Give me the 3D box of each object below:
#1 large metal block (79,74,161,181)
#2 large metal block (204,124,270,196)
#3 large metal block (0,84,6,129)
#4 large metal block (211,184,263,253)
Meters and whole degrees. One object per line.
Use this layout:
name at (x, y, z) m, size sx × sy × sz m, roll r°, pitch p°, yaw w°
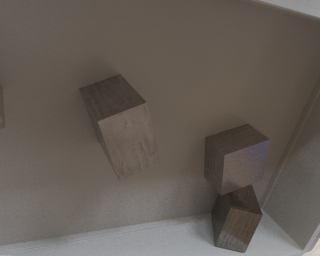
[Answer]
large metal block at (-0.045, -0.003, 0.346) m, size 0.050 × 0.080 × 0.080 m, roll -23°, pitch 127°, yaw -15°
large metal block at (0.118, 0.049, 0.487) m, size 0.081 × 0.050 × 0.079 m, roll -16°, pitch 125°, yaw -19°
large metal block at (-0.169, -0.045, 0.253) m, size 0.050 × 0.080 × 0.079 m, roll -18°, pitch 126°, yaw -18°
large metal block at (0.125, 0.145, 0.522) m, size 0.050 × 0.080 × 0.079 m, roll 13°, pitch 115°, yaw -2°
